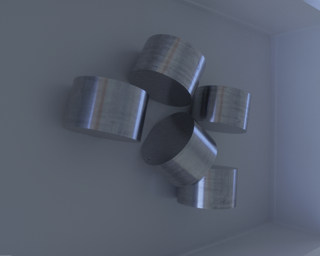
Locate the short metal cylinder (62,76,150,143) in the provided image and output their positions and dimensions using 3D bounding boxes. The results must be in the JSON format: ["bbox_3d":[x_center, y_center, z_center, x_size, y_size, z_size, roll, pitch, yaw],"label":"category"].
[{"bbox_3d":[-0.055,-0.017,0.324,0.080,0.080,0.050,17,79,-39],"label":"short metal cylinder"}]

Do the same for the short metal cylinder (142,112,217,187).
[{"bbox_3d":[0.024,0.026,0.391,0.050,0.080,0.080,44,63,-31],"label":"short metal cylinder"}]

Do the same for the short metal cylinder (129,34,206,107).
[{"bbox_3d":[0.010,-0.068,0.379,0.080,0.080,0.050,36,68,-34],"label":"short metal cylinder"}]

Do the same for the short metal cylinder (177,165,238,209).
[{"bbox_3d":[0.064,0.078,0.425,0.081,0.080,0.050,6,86,-40],"label":"short metal cylinder"}]

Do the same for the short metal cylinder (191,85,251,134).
[{"bbox_3d":[0.086,-0.024,0.443,0.081,0.080,0.050,17,80,-39],"label":"short metal cylinder"}]
